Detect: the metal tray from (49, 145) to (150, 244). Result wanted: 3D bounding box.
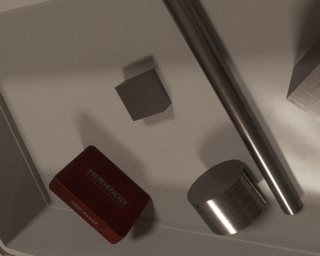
[{"bbox_3d":[-0.088,0.098,0.471,0.130,0.090,0.030,42,129,-2],"label":"metal tray"}]

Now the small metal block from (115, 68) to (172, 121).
[{"bbox_3d":[-0.021,-0.041,0.393,0.050,0.025,0.050,-16,110,34],"label":"small metal block"}]

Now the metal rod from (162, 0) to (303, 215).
[{"bbox_3d":[0.086,-0.024,0.347,0.025,0.025,0.299,-23,107,36],"label":"metal rod"}]

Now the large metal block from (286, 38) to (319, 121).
[{"bbox_3d":[0.157,-0.054,0.257,0.050,0.080,0.079,36,129,4],"label":"large metal block"}]

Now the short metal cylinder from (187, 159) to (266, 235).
[{"bbox_3d":[0.081,0.084,0.381,0.080,0.080,0.050,-28,103,37],"label":"short metal cylinder"}]
